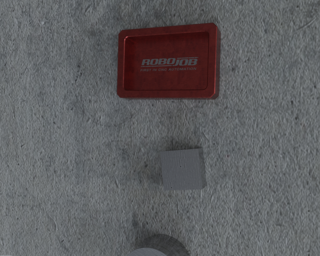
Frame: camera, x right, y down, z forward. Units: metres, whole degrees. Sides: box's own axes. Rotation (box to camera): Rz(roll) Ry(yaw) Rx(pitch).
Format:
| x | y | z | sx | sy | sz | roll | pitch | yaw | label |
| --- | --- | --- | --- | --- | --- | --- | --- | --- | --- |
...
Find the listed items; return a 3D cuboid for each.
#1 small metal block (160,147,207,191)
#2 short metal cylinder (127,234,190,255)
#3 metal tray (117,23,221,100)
| x | y | z | sx | sy | sz | roll | pitch | yaw | label |
| --- | --- | --- | --- | --- | --- | --- | --- | --- | --- |
| 0.030 | 0.052 | 0.398 | 0.050 | 0.025 | 0.050 | -6 | 88 | 19 | small metal block |
| -0.004 | 0.184 | 0.397 | 0.080 | 0.050 | 0.080 | 0 | 90 | 20 | short metal cylinder |
| 0.010 | -0.083 | 0.402 | 0.130 | 0.030 | 0.089 | 2 | 91 | 19 | metal tray |
